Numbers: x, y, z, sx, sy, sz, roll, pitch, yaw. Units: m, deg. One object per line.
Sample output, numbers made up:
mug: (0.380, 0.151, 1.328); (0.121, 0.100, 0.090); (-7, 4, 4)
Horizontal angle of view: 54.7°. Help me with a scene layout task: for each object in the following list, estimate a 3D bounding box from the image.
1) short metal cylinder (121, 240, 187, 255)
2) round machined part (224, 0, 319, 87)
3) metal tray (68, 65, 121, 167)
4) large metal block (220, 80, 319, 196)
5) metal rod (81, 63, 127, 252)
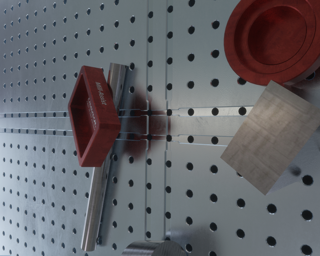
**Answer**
short metal cylinder: (-0.007, 0.180, 0.380); (0.050, 0.081, 0.080); (-17, 79, 39)
round machined part: (0.116, -0.088, 0.302); (0.098, 0.042, 0.097); (0, 90, 40)
metal tray: (-0.102, -0.018, 0.458); (0.089, 0.030, 0.130); (-57, 41, 36)
large metal block: (0.113, 0.008, 0.280); (0.050, 0.081, 0.080); (42, 116, 32)
metal rod: (-0.089, 0.050, 0.482); (0.025, 0.025, 0.298); (18, 101, 38)
